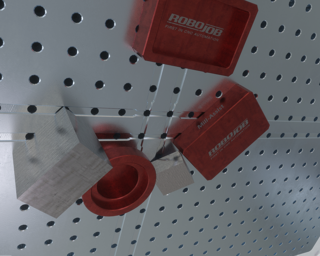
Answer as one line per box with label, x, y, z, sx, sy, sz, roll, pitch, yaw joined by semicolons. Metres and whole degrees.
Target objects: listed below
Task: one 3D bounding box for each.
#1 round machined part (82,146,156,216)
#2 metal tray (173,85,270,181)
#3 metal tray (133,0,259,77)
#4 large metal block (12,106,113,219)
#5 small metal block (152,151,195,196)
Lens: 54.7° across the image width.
round machined part;-0.058;0.065;0.409;0.099;0.042;0.097;-14;124;-21
metal tray;0.095;0.009;0.466;0.130;0.030;0.090;-42;130;0
metal tray;0.043;-0.115;0.360;0.131;0.030;0.089;4;117;-31
large metal block;-0.109;0.035;0.338;0.080;0.080;0.050;-42;130;1
small metal block;0.017;0.067;0.454;0.050;0.025;0.050;-24;129;5
